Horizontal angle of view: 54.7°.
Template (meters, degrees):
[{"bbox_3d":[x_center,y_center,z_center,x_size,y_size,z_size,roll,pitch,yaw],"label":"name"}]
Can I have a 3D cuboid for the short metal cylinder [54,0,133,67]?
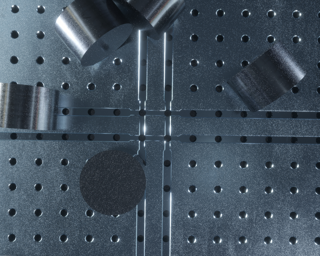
[{"bbox_3d":[-0.081,-0.122,0.385,0.080,0.080,0.050,-38,90,0],"label":"short metal cylinder"}]

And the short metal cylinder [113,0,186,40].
[{"bbox_3d":[-0.015,-0.156,0.386,0.080,0.080,0.050,40,90,-1],"label":"short metal cylinder"}]

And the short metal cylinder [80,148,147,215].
[{"bbox_3d":[-0.057,0.066,0.400,0.081,0.050,0.079,0,90,-1],"label":"short metal cylinder"}]

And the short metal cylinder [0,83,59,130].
[{"bbox_3d":[-0.169,-0.025,0.384,0.081,0.080,0.050,4,90,-1],"label":"short metal cylinder"}]

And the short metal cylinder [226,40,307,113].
[{"bbox_3d":[0.131,-0.064,0.388,0.080,0.080,0.050,-39,90,0],"label":"short metal cylinder"}]
